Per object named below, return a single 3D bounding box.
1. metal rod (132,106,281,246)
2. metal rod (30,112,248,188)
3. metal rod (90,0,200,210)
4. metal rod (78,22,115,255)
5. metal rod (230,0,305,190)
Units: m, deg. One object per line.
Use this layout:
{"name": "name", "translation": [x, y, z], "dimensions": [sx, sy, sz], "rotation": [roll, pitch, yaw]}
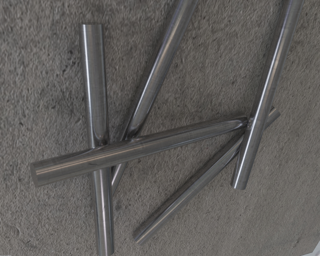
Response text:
{"name": "metal rod", "translation": [0.072, 0.076, 0.492], "dimensions": [0.300, 0.025, 0.025], "rotation": [-44, 129, 2]}
{"name": "metal rod", "translation": [0.001, 0.017, 0.382], "dimensions": [0.303, 0.025, 0.025], "rotation": [-13, 125, -34]}
{"name": "metal rod", "translation": [-0.026, -0.018, 0.381], "dimensions": [0.025, 0.025, 0.298], "rotation": [12, 112, -33]}
{"name": "metal rod", "translation": [-0.071, 0.033, 0.367], "dimensions": [0.025, 0.025, 0.298], "rotation": [-10, 116, -23]}
{"name": "metal rod", "translation": [0.149, -0.047, 0.438], "dimensions": [0.025, 0.025, 0.298], "rotation": [0, 112, -29]}
